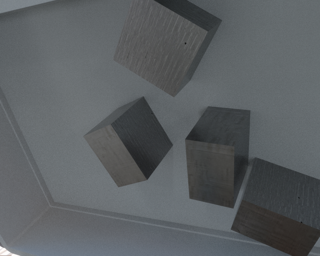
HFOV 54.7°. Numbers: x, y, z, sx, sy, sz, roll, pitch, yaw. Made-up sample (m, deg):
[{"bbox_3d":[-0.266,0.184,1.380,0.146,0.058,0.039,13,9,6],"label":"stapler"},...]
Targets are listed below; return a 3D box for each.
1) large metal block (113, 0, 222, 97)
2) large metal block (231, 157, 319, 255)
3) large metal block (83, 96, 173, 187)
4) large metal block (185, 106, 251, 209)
[{"bbox_3d":[0.006,-0.094,0.331,0.080,0.050,0.079,33,129,7],"label":"large metal block"},{"bbox_3d":[0.136,0.089,0.356,0.080,0.080,0.050,20,126,16],"label":"large metal block"},{"bbox_3d":[-0.038,0.017,0.403,0.050,0.080,0.080,-21,107,36],"label":"large metal block"},{"bbox_3d":[0.069,0.030,0.355,0.050,0.080,0.079,8,122,24],"label":"large metal block"}]
